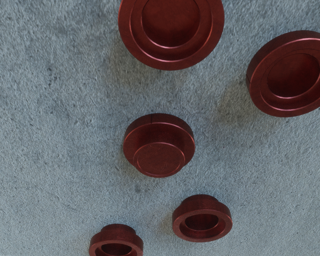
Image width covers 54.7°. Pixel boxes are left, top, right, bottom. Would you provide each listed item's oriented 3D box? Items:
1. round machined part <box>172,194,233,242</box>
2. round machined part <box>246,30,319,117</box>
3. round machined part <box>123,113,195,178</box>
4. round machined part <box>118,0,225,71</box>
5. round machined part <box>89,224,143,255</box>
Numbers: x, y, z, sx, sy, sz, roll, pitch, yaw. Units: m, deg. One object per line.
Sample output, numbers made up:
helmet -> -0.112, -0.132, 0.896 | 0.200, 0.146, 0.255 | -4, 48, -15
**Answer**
round machined part -> 0.070, 0.149, 0.523 | 0.099, 0.042, 0.097 | 0, 130, 0
round machined part -> 0.145, -0.062, 0.344 | 0.099, 0.042, 0.097 | 0, 130, 0
round machined part -> -0.001, 0.030, 0.422 | 0.099, 0.042, 0.097 | 0, 130, 0
round machined part -> 0.010, -0.109, 0.303 | 0.099, 0.042, 0.097 | 0, 130, 0
round machined part -> -0.080, 0.215, 0.579 | 0.099, 0.042, 0.097 | 0, 130, 0
